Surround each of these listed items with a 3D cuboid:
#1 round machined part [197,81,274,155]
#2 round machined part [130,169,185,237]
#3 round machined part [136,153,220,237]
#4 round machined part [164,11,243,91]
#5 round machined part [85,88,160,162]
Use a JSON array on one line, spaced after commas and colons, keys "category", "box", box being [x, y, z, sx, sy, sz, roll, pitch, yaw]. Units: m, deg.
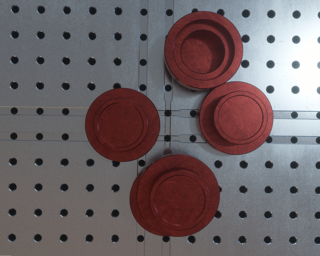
[{"category": "round machined part", "box": [0.100, -0.013, 0.406, 0.099, 0.042, 0.097, 0, 90, -1]}, {"category": "round machined part", "box": [0.009, 0.094, 0.405, 0.099, 0.042, 0.097, 0, 90, -1]}, {"category": "round machined part", "box": [0.022, 0.080, 0.363, 0.099, 0.042, 0.097, 0, 90, -1]}, {"category": "round machined part", "box": [0.055, -0.097, 0.406, 0.099, 0.042, 0.097, 0, 90, -1]}, {"category": "round machined part", "box": [-0.049, -0.004, 0.404, 0.099, 0.042, 0.097, 0, 90, -1]}]
